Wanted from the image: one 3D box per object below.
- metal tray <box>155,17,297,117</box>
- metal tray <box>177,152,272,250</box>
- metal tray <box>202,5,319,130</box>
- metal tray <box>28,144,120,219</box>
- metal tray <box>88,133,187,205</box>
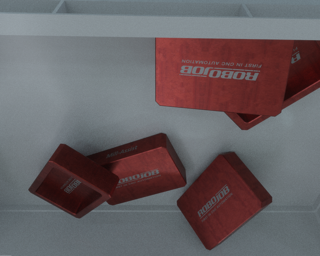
[{"bbox_3d":[0.062,-0.064,0.319,0.131,0.030,0.089,6,117,11],"label":"metal tray"},{"bbox_3d":[0.089,0.109,0.459,0.030,0.090,0.129,-7,142,-44],"label":"metal tray"},{"bbox_3d":[0.125,-0.062,0.354,0.130,0.030,0.090,-35,123,25],"label":"metal tray"},{"bbox_3d":[-0.125,0.081,0.438,0.090,0.030,0.129,34,139,-14],"label":"metal tray"},{"bbox_3d":[-0.036,0.065,0.461,0.130,0.030,0.090,-18,128,14],"label":"metal tray"}]
